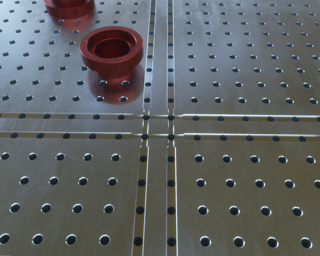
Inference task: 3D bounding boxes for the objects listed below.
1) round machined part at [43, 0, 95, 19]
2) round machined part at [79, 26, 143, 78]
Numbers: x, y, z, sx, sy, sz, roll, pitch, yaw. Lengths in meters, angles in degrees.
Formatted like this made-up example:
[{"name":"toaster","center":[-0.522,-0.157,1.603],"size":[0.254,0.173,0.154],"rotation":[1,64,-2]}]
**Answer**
[{"name":"round machined part","center":[-0.182,-0.263,0.617],"size":[0.099,0.042,0.098],"rotation":[0,50,0]},{"name":"round machined part","center":[-0.075,-0.118,0.496],"size":[0.099,0.042,0.098],"rotation":[0,50,0]}]
